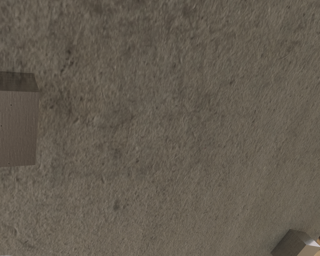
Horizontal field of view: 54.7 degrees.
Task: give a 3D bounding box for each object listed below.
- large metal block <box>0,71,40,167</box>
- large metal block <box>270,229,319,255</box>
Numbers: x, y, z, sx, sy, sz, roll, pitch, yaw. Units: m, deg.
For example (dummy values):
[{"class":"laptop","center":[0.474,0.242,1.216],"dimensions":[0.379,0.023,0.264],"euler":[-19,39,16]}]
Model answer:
[{"class":"large metal block","center":[-0.163,-0.009,0.296],"dimensions":[0.081,0.050,0.079],"euler":[-1,119,-29]},{"class":"large metal block","center":[0.336,0.302,0.766],"dimensions":[0.080,0.050,0.080],"euler":[23,106,-37]}]
